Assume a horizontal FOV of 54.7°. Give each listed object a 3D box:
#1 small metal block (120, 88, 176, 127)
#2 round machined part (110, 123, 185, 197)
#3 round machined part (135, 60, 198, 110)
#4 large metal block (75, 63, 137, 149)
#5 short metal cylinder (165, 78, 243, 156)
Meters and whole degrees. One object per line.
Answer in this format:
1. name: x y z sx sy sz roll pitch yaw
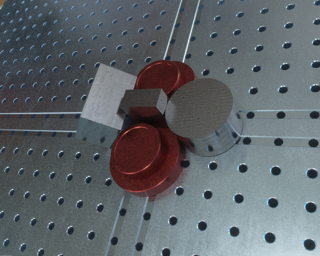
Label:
1. small metal block: -0.013 -0.024 0.385 0.050 0.050 0.025 1 63 29
2. round machined part: -0.022 0.033 0.389 0.098 0.042 0.098 -13 56 21
3. round machined part: 0.003 -0.056 0.430 0.098 0.042 0.098 -13 56 21
4. large metal block: -0.075 -0.027 0.422 0.050 0.080 0.080 20 65 -12
5. short metal cylinder: 0.053 -0.012 0.371 0.080 0.050 0.080 -13 56 21
